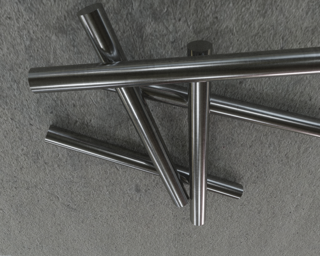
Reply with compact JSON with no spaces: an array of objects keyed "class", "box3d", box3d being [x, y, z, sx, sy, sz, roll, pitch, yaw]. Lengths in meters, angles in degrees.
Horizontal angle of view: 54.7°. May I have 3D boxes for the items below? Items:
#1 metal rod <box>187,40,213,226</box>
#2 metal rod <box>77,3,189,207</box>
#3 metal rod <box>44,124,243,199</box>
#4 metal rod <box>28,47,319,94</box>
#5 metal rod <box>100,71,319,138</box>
[{"class":"metal rod","box3d":[0.050,0.032,0.400,0.025,0.025,0.298,-3,130,3]},{"class":"metal rod","box3d":[-0.016,0.000,0.372,0.025,0.025,0.299,-15,129,12]},{"class":"metal rod","box3d":[-0.012,0.054,0.452,0.302,0.025,0.025,19,128,-16]},{"class":"metal rod","box3d":[0.029,-0.055,0.292,0.302,0.025,0.025,-4,130,3]},{"class":"metal rod","box3d":[0.070,-0.029,0.383,0.302,0.025,0.025,12,129,-10]}]
